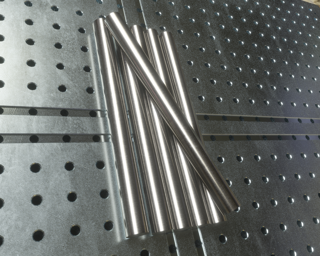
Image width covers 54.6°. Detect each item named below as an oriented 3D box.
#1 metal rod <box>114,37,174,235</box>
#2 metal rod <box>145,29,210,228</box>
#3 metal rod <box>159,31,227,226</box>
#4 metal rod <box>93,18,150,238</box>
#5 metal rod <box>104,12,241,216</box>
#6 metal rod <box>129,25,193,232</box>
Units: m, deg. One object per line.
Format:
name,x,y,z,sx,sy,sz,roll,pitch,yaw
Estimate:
metal rod,-0.028,-0.018,0.402,0.025,0.025,0.299,1,61,-28
metal rod,0.016,-0.016,0.427,0.025,0.025,0.299,1,61,-28
metal rod,0.039,-0.016,0.439,0.025,0.025,0.299,1,61,-28
metal rod,-0.054,-0.019,0.389,0.025,0.025,0.299,1,61,-28
metal rod,0.009,-0.028,0.397,0.025,0.025,0.299,-21,73,-36
metal rod,-0.006,-0.017,0.414,0.025,0.025,0.299,1,61,-28
